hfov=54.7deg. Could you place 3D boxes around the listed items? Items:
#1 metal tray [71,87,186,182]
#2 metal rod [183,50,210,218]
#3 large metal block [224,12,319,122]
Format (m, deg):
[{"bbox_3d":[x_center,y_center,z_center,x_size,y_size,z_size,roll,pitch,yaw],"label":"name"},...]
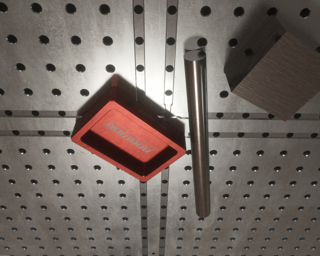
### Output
[{"bbox_3d":[-0.040,0.014,0.419,0.130,0.030,0.090,35,122,-27],"label":"metal tray"},{"bbox_3d":[0.057,0.032,0.439,0.025,0.025,0.298,-6,130,4],"label":"metal rod"},{"bbox_3d":[0.131,-0.065,0.342,0.080,0.050,0.080,25,126,-20],"label":"large metal block"}]
